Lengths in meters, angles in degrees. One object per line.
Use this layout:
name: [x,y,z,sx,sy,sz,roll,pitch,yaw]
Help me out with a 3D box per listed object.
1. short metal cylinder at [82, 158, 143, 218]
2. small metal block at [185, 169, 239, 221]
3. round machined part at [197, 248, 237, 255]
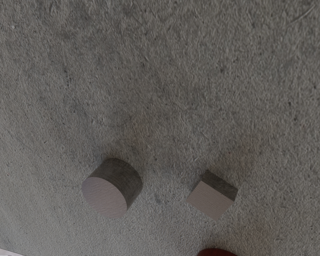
short metal cylinder: [-0.075,0.095,0.489,0.080,0.050,0.079,13,124,21]
small metal block: [0.071,0.093,0.427,0.050,0.025,0.050,33,129,6]
round machined part: [0.097,0.244,0.496,0.098,0.042,0.097,13,124,21]
